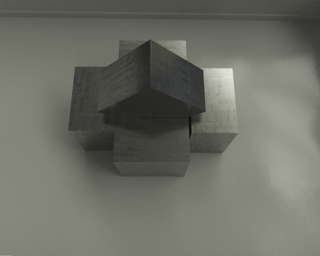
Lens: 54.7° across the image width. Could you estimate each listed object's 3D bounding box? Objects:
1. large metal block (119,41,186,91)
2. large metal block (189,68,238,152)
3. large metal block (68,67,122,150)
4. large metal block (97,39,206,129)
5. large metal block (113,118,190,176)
[{"bbox_3d":[-0.009,-0.069,0.404,0.081,0.080,0.050,0,70,0],"label":"large metal block"},{"bbox_3d":[0.059,-0.019,0.384,0.050,0.080,0.080,0,70,0],"label":"large metal block"},{"bbox_3d":[-0.074,-0.021,0.387,0.050,0.080,0.080,0,70,0],"label":"large metal block"},{"bbox_3d":[-0.009,-0.040,0.334,0.080,0.080,0.050,19,63,-42],"label":"large metal block"},{"bbox_3d":[-0.009,0.025,0.370,0.081,0.080,0.050,0,70,0],"label":"large metal block"}]
